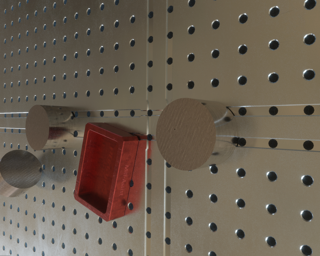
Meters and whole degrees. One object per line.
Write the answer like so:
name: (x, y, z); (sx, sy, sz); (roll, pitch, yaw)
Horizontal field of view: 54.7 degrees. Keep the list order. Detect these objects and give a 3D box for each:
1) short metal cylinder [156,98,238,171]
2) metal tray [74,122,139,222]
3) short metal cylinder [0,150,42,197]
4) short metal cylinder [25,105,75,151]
short metal cylinder: (0.042, 0.007, 0.358); (0.080, 0.050, 0.080); (0, 90, 40)
metal tray: (-0.085, 0.064, 0.476); (0.090, 0.030, 0.129); (19, 102, 38)
short metal cylinder: (-0.282, 0.089, 0.607); (0.050, 0.081, 0.080); (-34, 69, 35)
short metal cylinder: (-0.198, -0.001, 0.557); (0.080, 0.050, 0.080); (0, 90, 40)
